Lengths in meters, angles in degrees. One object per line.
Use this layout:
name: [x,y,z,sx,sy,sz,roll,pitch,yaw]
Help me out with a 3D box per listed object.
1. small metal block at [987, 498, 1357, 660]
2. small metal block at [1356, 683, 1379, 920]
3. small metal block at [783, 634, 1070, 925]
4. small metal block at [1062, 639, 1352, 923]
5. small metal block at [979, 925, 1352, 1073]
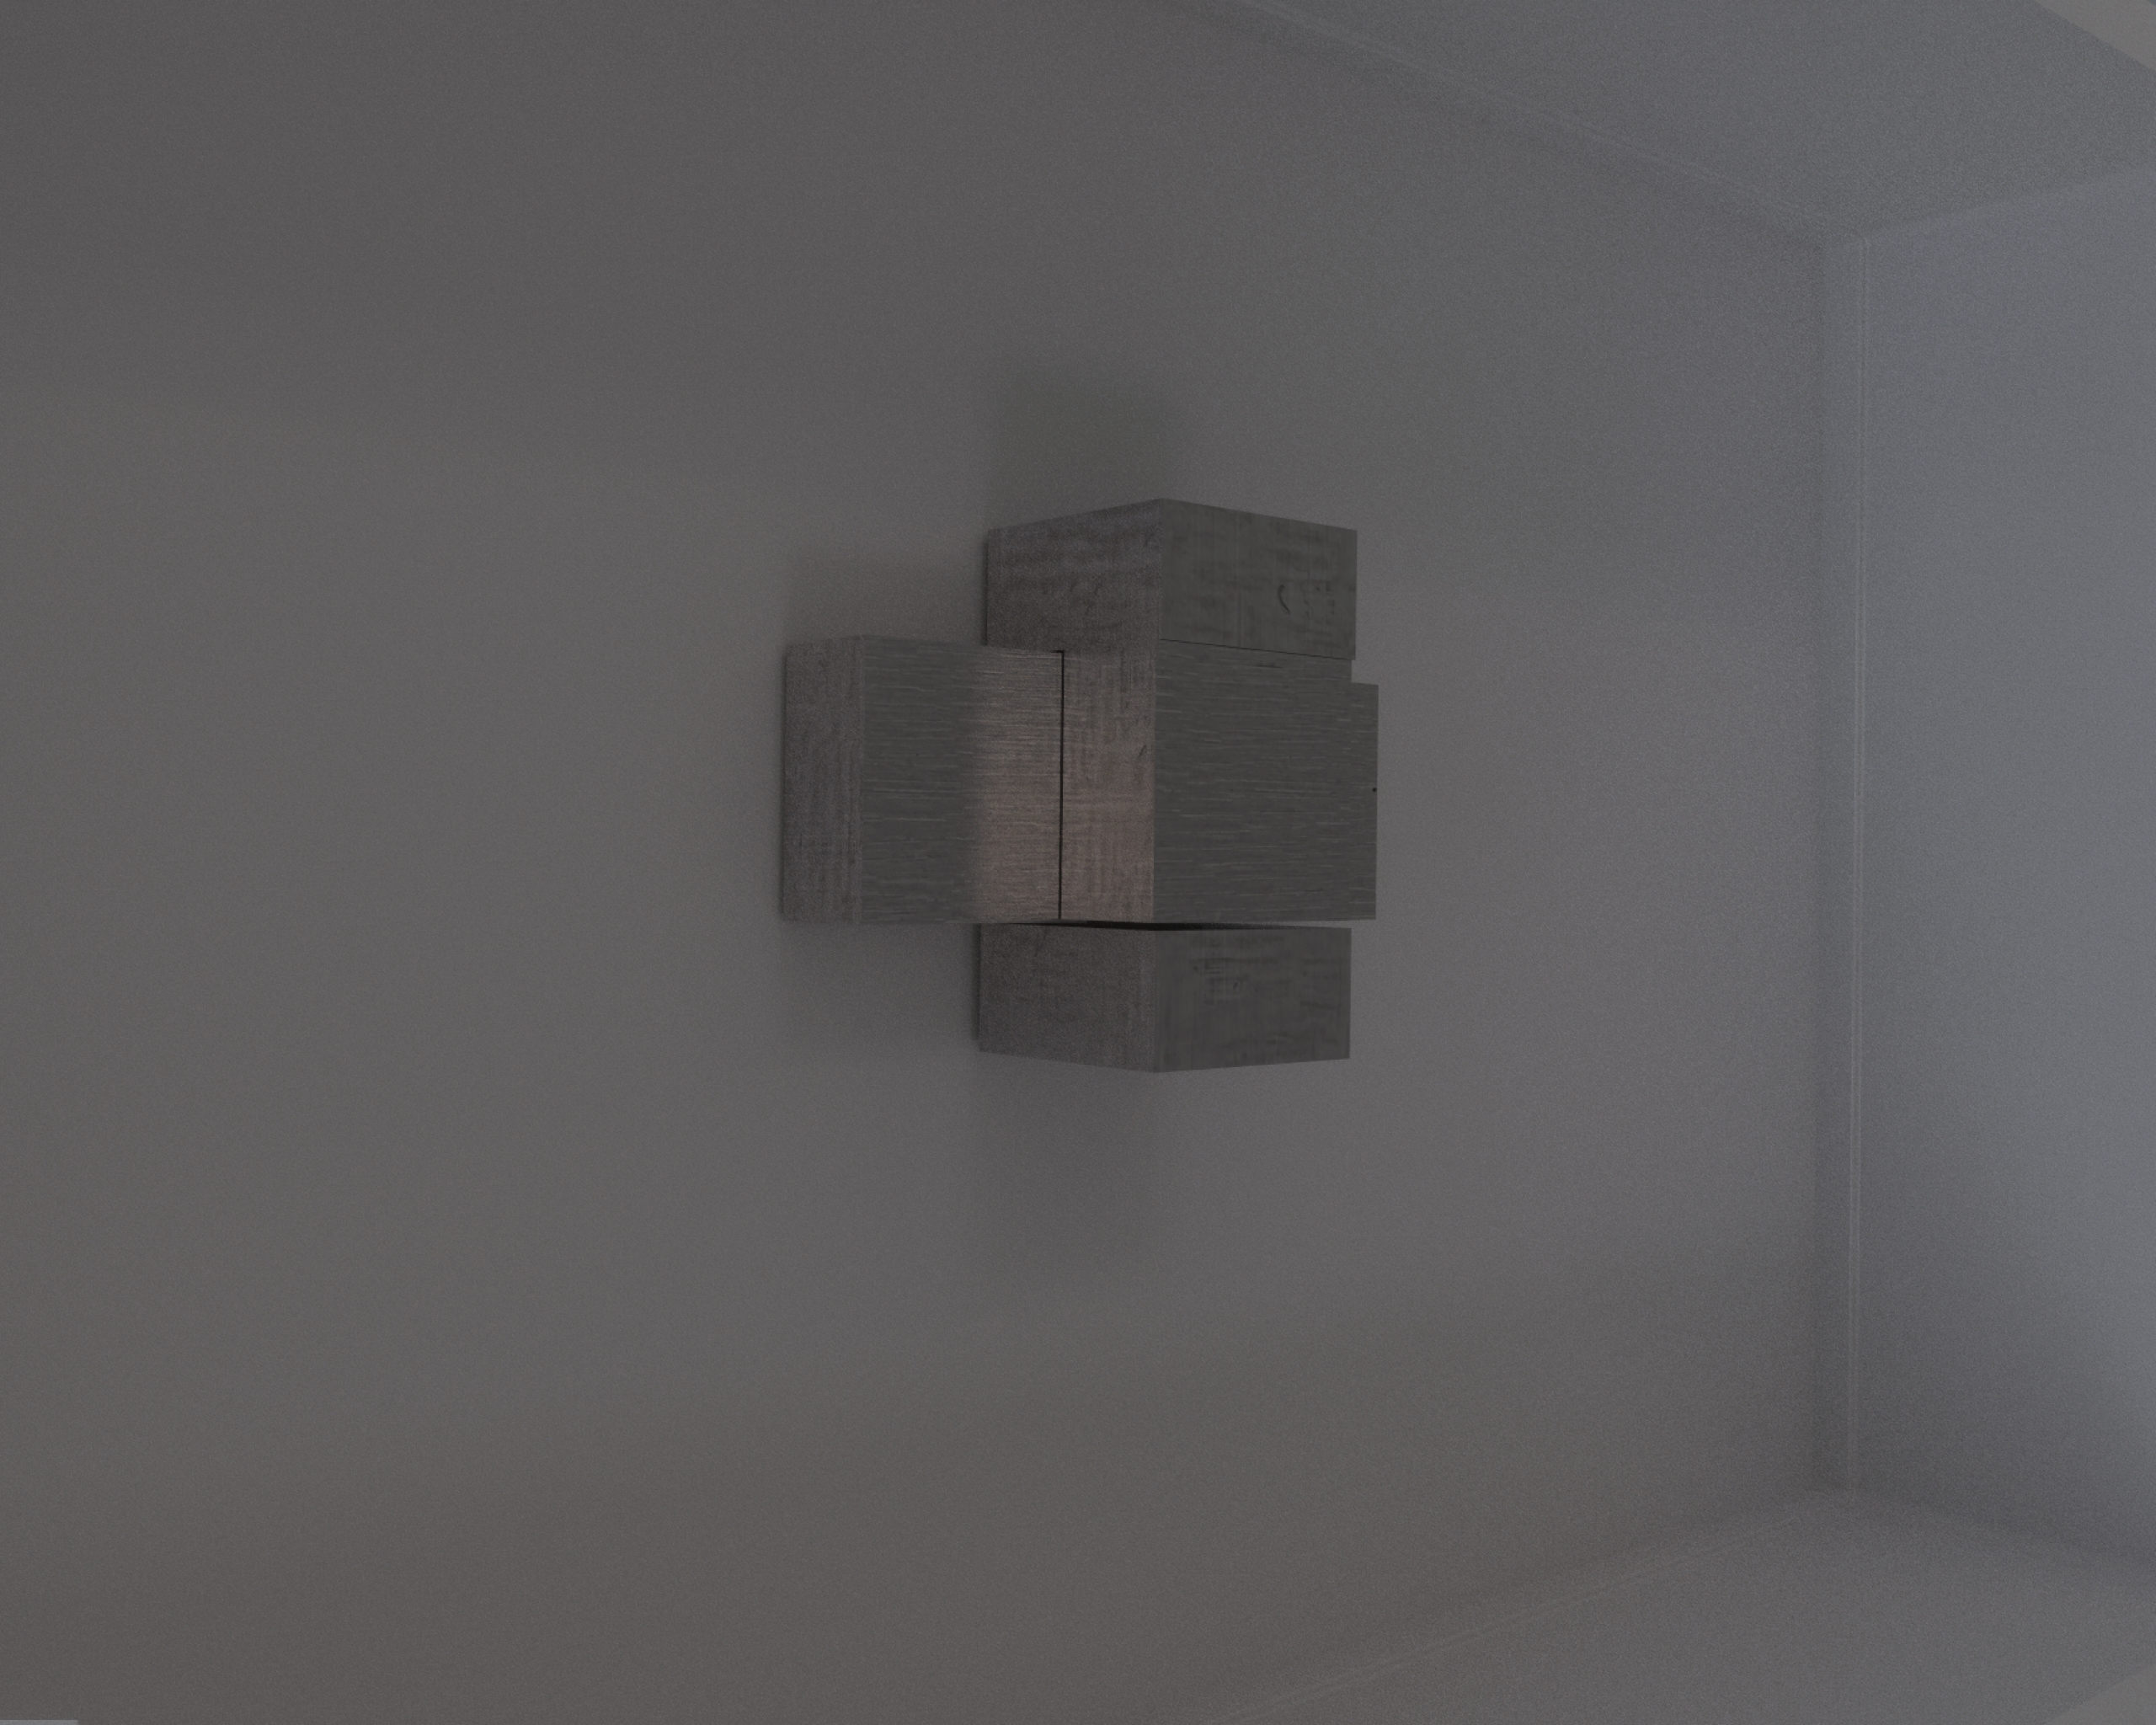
small metal block: [0.018,-0.052,0.402,0.050,0.050,0.025,1,90,-40]
small metal block: [0.036,-0.013,0.434,0.050,0.025,0.050,1,90,-40]
small metal block: [-0.025,-0.014,0.382,0.050,0.025,0.050,1,90,-40]
small metal block: [0.025,-0.014,0.391,0.050,0.025,0.050,1,90,-40]
small metal block: [0.017,0.024,0.400,0.050,0.050,0.025,1,90,-40]
